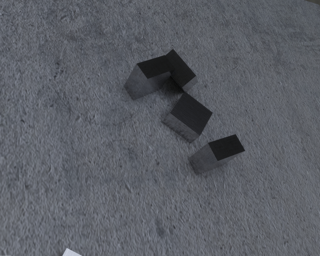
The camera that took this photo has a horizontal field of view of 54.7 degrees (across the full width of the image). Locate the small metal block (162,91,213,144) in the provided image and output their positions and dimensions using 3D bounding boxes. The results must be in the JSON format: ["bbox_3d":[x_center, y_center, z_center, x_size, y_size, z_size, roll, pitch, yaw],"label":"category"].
[{"bbox_3d":[0.039,-0.015,0.434,0.050,0.025,0.050,37,51,-3],"label":"small metal block"}]

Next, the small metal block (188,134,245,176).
[{"bbox_3d":[0.073,0.035,0.405,0.050,0.050,0.025,-14,69,-34],"label":"small metal block"}]

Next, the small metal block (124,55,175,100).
[{"bbox_3d":[-0.015,-0.068,0.421,0.050,0.050,0.025,-26,76,-37],"label":"small metal block"}]

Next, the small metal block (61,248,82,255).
[{"bbox_3d":[-0.076,0.144,0.275,0.050,0.025,0.050,32,52,-8],"label":"small metal block"}]

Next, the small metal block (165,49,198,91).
[{"bbox_3d":[0.029,-0.082,0.451,0.050,0.025,0.050,51,7,8],"label":"small metal block"}]
